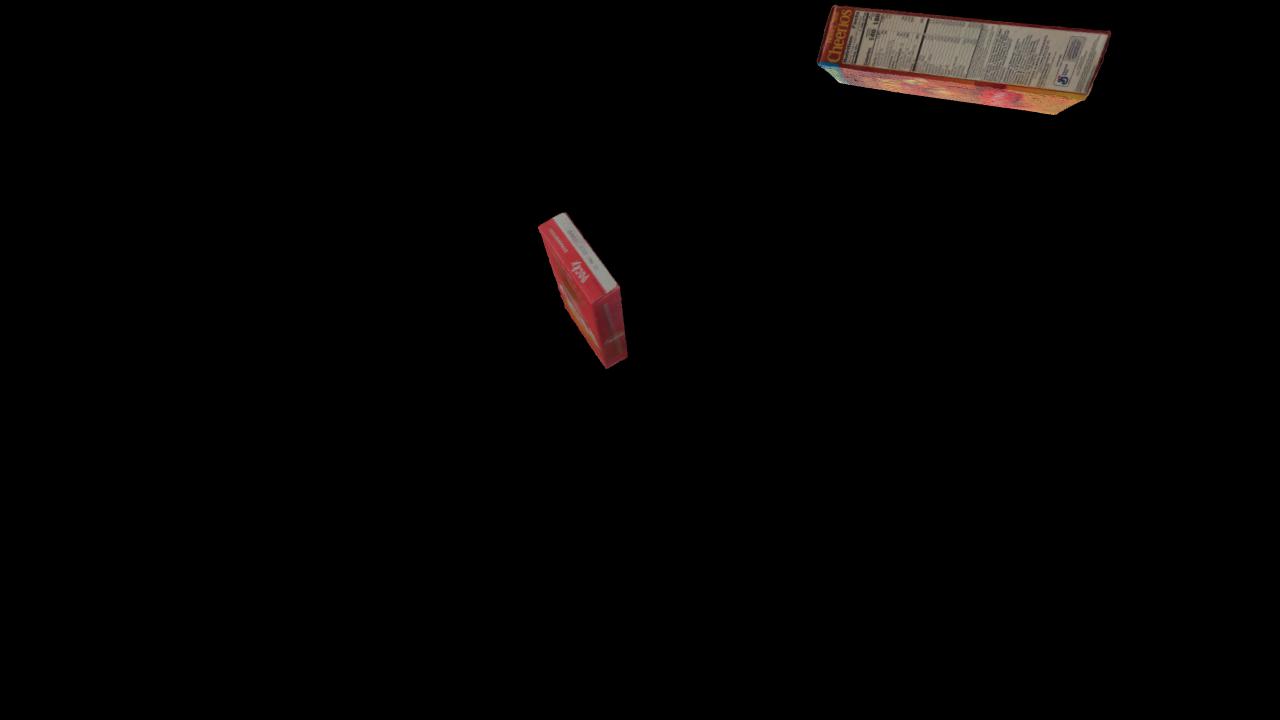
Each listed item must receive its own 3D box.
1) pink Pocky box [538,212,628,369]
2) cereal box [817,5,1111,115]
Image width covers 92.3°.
[{"bbox_3d":[-0.046,-0.054,0.546,0.029,0.084,0.155,-32,-17,-9],"label":"pink Pocky box"},{"bbox_3d":[0.403,-0.387,0.802,0.306,0.081,0.203,17,22,20],"label":"cereal box"}]
